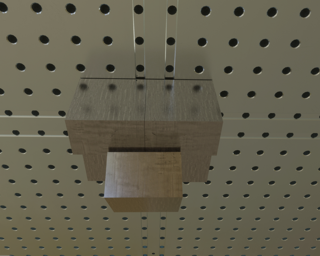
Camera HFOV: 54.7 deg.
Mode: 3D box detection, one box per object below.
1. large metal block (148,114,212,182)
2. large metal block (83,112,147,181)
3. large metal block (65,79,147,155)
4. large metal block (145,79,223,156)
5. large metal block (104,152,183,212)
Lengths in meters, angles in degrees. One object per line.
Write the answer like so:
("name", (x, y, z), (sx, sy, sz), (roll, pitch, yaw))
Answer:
("large metal block", (0.024, 0.027, 0.416), (0.081, 0.050, 0.079), (1, 130, -1))
("large metal block", (-0.057, 0.026, 0.414), (0.081, 0.050, 0.079), (1, 130, -1))
("large metal block", (-0.057, -0.015, 0.361), (0.081, 0.080, 0.050), (1, 130, -1))
("large metal block", (0.024, -0.014, 0.363), (0.081, 0.080, 0.050), (1, 130, -1))
("large metal block", (-0.017, 0.066, 0.363), (0.081, 0.050, 0.080), (0, 154, -1))
